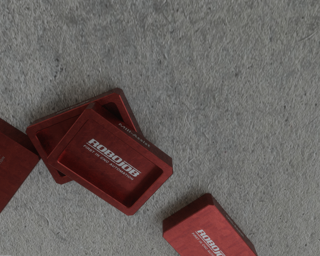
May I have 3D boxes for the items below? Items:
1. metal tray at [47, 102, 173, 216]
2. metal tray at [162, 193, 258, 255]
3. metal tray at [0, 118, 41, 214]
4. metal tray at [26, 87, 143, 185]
[{"bbox_3d":[-0.060,0.041,0.388,0.130,0.030,0.090,37,106,-13],"label":"metal tray"},{"bbox_3d":[0.076,0.172,0.471,0.090,0.030,0.130,-36,107,12],"label":"metal tray"},{"bbox_3d":[-0.231,0.056,0.425,0.090,0.030,0.130,37,106,-13],"label":"metal tray"},{"bbox_3d":[-0.094,0.012,0.410,0.130,0.030,0.090,-21,109,7],"label":"metal tray"}]
